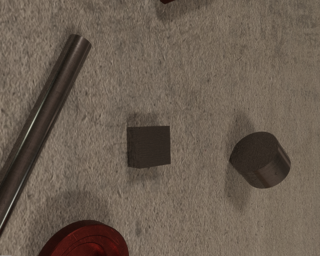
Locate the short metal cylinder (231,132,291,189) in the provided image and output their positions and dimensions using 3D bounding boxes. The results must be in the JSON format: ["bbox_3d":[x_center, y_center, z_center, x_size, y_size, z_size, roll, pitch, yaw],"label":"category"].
[{"bbox_3d":[0.166,0.052,0.511,0.050,0.080,0.080,47,62,-30],"label":"short metal cylinder"}]

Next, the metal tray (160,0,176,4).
[{"bbox_3d":[0.040,-0.238,0.435,0.131,0.030,0.090,-36,112,-34],"label":"metal tray"}]

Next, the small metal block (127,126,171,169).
[{"bbox_3d":[-0.014,0.023,0.395,0.050,0.025,0.050,-3,92,-40],"label":"small metal block"}]

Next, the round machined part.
[{"bbox_3d":[-0.084,0.146,0.325,0.099,0.042,0.097,0,90,-40],"label":"round machined part"}]

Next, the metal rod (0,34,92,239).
[{"bbox_3d":[-0.135,0.042,0.292,0.025,0.025,0.299,32,70,-36],"label":"metal rod"}]
